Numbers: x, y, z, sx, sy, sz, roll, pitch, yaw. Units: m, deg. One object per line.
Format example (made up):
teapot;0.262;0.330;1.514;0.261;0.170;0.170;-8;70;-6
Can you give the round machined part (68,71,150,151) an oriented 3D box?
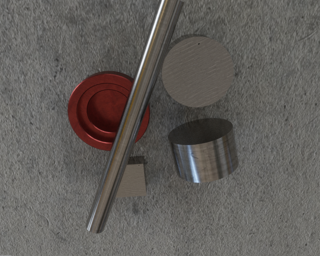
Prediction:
round machined part;-0.061;-0.024;0.391;0.099;0.042;0.097;0;110;0

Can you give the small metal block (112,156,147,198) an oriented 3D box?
small metal block;-0.046;0.068;0.434;0.050;0.025;0.050;-4;110;1

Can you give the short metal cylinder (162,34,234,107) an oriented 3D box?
short metal cylinder;0.042;-0.070;0.371;0.081;0.050;0.079;0;110;0

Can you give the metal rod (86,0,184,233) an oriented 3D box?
metal rod;-0.037;0.000;0.364;0.025;0.025;0.298;18;109;-7

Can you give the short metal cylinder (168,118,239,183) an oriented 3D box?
short metal cylinder;0.055;0.026;0.390;0.080;0.080;0.050;-12;110;4
